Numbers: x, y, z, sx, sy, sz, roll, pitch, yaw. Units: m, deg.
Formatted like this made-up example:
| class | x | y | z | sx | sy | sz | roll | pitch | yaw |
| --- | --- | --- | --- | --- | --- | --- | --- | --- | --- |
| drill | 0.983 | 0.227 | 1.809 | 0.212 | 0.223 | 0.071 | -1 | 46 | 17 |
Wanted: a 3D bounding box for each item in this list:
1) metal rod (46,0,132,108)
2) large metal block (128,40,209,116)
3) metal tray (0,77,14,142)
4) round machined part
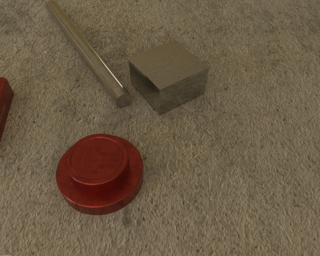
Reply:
| class | x | y | z | sx | sy | sz | roll | pitch | yaw |
| --- | --- | --- | --- | --- | --- | --- | --- | --- | --- |
| metal rod | -0.129 | -0.136 | 0.516 | 0.025 | 0.025 | 0.300 | -25 | 55 | -20 |
| large metal block | 0.011 | -0.075 | 0.450 | 0.081 | 0.050 | 0.080 | -27 | 55 | -21 |
| metal tray | -0.256 | -0.011 | 0.407 | 0.091 | 0.030 | 0.130 | -4 | 50 | -4 |
| round machined part | -0.069 | 0.045 | 0.354 | 0.099 | 0.042 | 0.098 | 0 | 50 | 0 |
